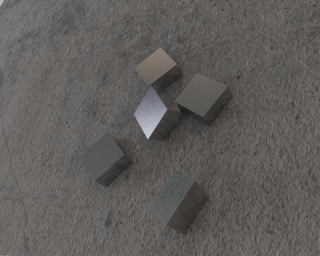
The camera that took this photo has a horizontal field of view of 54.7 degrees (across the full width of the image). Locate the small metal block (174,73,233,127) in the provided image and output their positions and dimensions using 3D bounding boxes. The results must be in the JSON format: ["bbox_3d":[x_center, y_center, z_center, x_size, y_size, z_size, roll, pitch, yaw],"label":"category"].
[{"bbox_3d":[0.056,-0.037,0.397,0.050,0.025,0.050,33,80,38],"label":"small metal block"}]

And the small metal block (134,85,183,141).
[{"bbox_3d":[-0.004,-0.019,0.403,0.050,0.025,0.050,-57,45,28],"label":"small metal block"}]

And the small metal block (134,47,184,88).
[{"bbox_3d":[-0.002,-0.083,0.456,0.050,0.025,0.050,-38,51,2],"label":"small metal block"}]

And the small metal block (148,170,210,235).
[{"bbox_3d":[0.022,0.080,0.327,0.025,0.050,0.050,27,77,37],"label":"small metal block"}]

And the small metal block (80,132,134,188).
[{"bbox_3d":[-0.072,0.042,0.416,0.050,0.025,0.050,-42,51,-1],"label":"small metal block"}]
